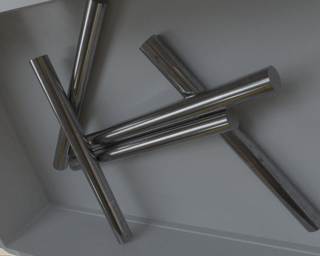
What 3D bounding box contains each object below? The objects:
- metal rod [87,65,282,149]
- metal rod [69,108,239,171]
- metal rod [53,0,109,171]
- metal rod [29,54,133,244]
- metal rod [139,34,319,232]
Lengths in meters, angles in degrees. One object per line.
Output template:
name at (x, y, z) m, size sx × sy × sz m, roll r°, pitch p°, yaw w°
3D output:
metal rod at (-0.003, -0.011, 0.377) m, size 0.299 × 0.025 × 0.025 m, roll -17°, pitch 110°, yaw 42°
metal rod at (-0.033, 0.025, 0.420) m, size 0.299 × 0.025 × 0.025 m, roll -18°, pitch 109°, yaw 40°
metal rod at (-0.121, -0.042, 0.444) m, size 0.025 × 0.025 × 0.298 m, roll 32°, pitch 128°, yaw 7°
metal rod at (-0.107, 0.041, 0.447) m, size 0.025 × 0.025 × 0.298 m, roll -11°, pitch 109°, yaw 32°
metal rod at (0.088, 0.010, 0.367) m, size 0.300 × 0.025 × 0.025 m, roll 47°, pitch 129°, yaw -5°
